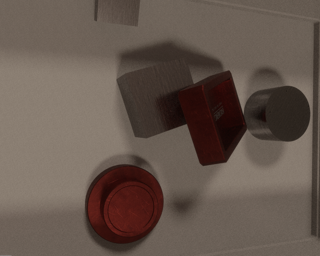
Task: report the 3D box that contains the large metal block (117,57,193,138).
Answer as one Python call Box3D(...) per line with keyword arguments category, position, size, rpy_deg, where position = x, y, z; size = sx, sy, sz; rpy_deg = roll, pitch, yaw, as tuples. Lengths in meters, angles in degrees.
Box3D(category="large metal block", position=(-0.001, -0.038, 0.398), size=(0.081, 0.050, 0.080), rpy_deg=(-20, 97, -19))

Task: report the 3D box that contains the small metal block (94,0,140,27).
Box3D(category="small metal block", position=(-0.053, -0.155, 0.383), size=(0.050, 0.025, 0.050), rpy_deg=(1, 110, -20))

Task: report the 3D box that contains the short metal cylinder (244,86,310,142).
Box3D(category="short metal cylinder", position=(0.174, -0.020, 0.464), size=(0.081, 0.050, 0.079), rpy_deg=(0, 90, -21))

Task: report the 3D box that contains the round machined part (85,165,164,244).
Box3D(category="round machined part", position=(-0.041, 0.096, 0.387), size=(0.099, 0.042, 0.097), rpy_deg=(0, 90, -21))

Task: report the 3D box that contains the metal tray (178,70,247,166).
Box3D(category="metal tray", position=(0.073, -0.018, 0.392), size=(0.131, 0.030, 0.090), rpy_deg=(-34, 108, -59))
